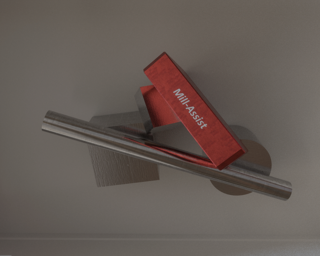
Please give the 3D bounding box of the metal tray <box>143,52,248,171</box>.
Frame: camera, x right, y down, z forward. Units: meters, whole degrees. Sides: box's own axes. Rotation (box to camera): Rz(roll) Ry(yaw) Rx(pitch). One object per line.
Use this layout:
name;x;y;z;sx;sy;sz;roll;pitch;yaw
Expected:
metal tray;0.043;-0.017;0.343;0.030;0.090;0.130;-39;76;12

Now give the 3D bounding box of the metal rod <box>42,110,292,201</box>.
metal rod;0.014;0.035;0.369;0.302;0.025;0.025;17;109;-7

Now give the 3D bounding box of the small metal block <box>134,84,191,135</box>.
small metal block;0.003;-0.024;0.365;0.050;0.025;0.050;-13;76;-24

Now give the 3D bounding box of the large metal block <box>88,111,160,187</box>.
large metal block;-0.046;0.026;0.406;0.080;0.050;0.079;-7;110;2

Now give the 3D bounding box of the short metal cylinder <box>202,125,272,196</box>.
short metal cylinder;0.100;0.042;0.413;0.081;0.050;0.079;0;110;-1
